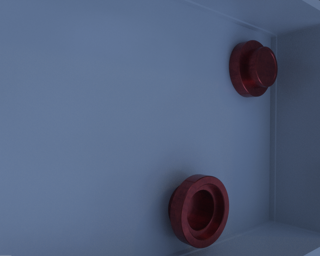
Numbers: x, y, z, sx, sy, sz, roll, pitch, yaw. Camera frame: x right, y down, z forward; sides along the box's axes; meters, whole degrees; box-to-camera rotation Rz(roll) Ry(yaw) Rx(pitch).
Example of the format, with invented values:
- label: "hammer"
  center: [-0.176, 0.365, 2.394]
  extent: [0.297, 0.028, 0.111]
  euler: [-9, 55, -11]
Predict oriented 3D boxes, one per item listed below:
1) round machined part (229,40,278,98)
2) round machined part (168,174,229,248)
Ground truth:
- label: "round machined part"
  center: [0.167, -0.103, 0.535]
  extent: [0.099, 0.042, 0.097]
  euler: [0, 90, -40]
- label: "round machined part"
  center: [0.050, 0.114, 0.438]
  extent: [0.099, 0.042, 0.097]
  euler: [0, 90, -40]
